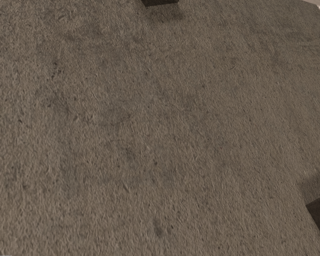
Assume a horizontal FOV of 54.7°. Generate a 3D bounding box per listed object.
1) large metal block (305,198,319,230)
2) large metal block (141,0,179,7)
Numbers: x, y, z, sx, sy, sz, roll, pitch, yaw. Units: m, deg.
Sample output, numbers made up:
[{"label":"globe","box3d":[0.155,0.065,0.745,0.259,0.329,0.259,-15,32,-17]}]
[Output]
[{"label":"large metal block","box3d":[0.280,0.134,0.460,0.081,0.050,0.080,-12,68,-33]},{"label":"large metal block","box3d":[-0.007,-0.267,0.549,0.081,0.050,0.080,-25,75,-37]}]
